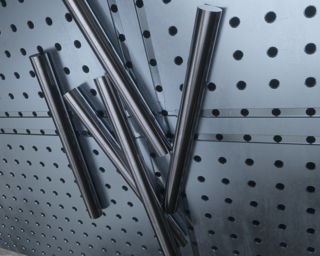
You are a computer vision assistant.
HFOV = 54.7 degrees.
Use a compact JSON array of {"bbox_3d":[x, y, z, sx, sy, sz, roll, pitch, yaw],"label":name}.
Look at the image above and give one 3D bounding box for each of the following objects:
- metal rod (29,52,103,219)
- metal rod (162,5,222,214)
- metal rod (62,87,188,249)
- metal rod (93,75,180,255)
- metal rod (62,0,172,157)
[{"bbox_3d":[-0.144,0.028,0.501,0.025,0.025,0.298,3,120,26],"label":"metal rod"},{"bbox_3d":[0.032,0.002,0.394,0.025,0.025,0.298,20,126,16],"label":"metal rod"},{"bbox_3d":[-0.047,0.068,0.476,0.025,0.025,0.299,-25,105,36],"label":"metal rod"},{"bbox_3d":[-0.028,0.067,0.446,0.025,0.025,0.298,-10,108,32],"label":"metal rod"},{"bbox_3d":[-0.067,-0.092,0.387,0.025,0.025,0.299,-20,108,35],"label":"metal rod"}]
